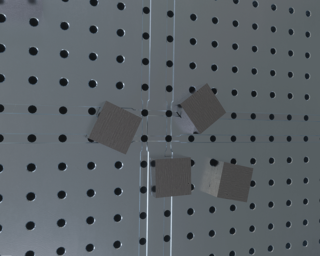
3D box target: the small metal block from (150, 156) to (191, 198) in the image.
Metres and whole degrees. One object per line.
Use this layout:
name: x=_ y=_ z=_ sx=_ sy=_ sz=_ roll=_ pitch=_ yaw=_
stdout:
small metal block: x=0.014 y=0.065 z=0.418 sx=0.050 sy=0.025 sz=0.050 roll=-1 pitch=90 yaw=-20

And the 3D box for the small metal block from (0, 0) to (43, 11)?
small metal block: x=-0.157 y=-0.152 z=0.341 sx=0.050 sy=0.050 sz=0.025 roll=-4 pitch=92 yaw=-20

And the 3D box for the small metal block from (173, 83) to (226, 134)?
small metal block: x=0.055 y=-0.027 z=0.433 sx=0.050 sy=0.025 sz=0.050 roll=-39 pitch=103 yaw=-16

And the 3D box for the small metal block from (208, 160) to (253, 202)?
small metal block: x=0.103 y=0.077 z=0.450 sx=0.050 sy=0.025 sz=0.050 roll=14 pitch=85 yaw=-20

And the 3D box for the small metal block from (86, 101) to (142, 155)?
small metal block: x=-0.058 y=0.000 z=0.391 sx=0.050 sy=0.025 sz=0.050 roll=26 pitch=81 yaw=-18
